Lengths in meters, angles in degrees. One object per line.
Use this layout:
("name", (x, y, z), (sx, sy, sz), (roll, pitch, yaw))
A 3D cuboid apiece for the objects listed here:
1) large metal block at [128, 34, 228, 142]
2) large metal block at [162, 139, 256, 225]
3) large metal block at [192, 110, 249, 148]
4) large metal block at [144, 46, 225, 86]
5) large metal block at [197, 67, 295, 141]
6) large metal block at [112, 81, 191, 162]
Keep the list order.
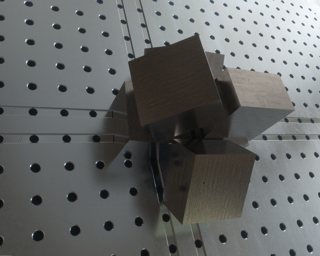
("large metal block", (0.019, -0.041, 0.333), (0.080, 0.050, 0.080), (-19, 64, 13))
("large metal block", (0.055, 0.059, 0.359), (0.081, 0.050, 0.079), (2, 105, -27))
("large metal block", (0.065, -0.003, 0.427), (0.081, 0.050, 0.080), (3, 61, -27))
("large metal block", (0.029, -0.080, 0.427), (0.081, 0.080, 0.050), (2, 99, -27))
("large metal block", (0.096, -0.024, 0.375), (0.081, 0.080, 0.050), (2, 61, -28))
("large metal block", (-0.012, -0.006, 0.389), (0.081, 0.050, 0.080), (7, 59, -25))
